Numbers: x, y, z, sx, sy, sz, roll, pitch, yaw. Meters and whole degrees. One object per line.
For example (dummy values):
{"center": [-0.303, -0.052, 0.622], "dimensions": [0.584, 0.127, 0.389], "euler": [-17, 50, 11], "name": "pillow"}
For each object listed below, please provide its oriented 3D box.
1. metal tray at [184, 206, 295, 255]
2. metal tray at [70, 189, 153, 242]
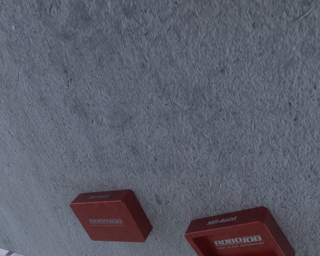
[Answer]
{"center": [0.112, 0.168, 0.448], "dimensions": [0.130, 0.030, 0.090], "euler": [-25, 105, 36], "name": "metal tray"}
{"center": [-0.087, 0.157, 0.547], "dimensions": [0.130, 0.030, 0.090], "euler": [-12, 113, 33], "name": "metal tray"}
